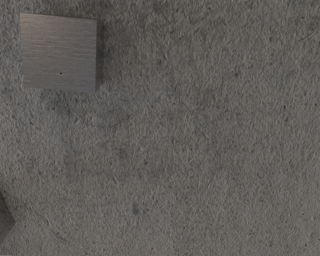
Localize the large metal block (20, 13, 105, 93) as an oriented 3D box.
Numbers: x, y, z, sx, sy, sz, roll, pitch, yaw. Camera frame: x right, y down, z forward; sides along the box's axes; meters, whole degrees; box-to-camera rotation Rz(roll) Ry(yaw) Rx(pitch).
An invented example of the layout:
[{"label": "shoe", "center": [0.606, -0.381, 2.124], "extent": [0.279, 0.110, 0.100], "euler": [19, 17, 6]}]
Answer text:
[{"label": "large metal block", "center": [-0.111, -0.089, 0.363], "extent": [0.081, 0.050, 0.079], "euler": [5, 110, -2]}]

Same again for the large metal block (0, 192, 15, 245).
[{"label": "large metal block", "center": [-0.270, 0.127, 0.441], "extent": [0.080, 0.050, 0.080], "euler": [-12, 110, 4]}]
